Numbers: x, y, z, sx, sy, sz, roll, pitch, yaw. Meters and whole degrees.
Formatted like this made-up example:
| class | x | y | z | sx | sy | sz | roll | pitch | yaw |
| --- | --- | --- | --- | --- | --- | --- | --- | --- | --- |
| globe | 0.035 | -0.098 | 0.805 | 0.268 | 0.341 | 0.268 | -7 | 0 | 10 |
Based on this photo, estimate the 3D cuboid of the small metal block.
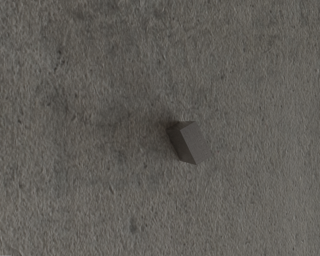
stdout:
| class | x | y | z | sx | sy | sz | roll | pitch | yaw |
| --- | --- | --- | --- | --- | --- | --- | --- | --- | --- |
| small metal block | 0.037 | 0.019 | 0.411 | 0.025 | 0.050 | 0.050 | -29 | 100 | -18 |
